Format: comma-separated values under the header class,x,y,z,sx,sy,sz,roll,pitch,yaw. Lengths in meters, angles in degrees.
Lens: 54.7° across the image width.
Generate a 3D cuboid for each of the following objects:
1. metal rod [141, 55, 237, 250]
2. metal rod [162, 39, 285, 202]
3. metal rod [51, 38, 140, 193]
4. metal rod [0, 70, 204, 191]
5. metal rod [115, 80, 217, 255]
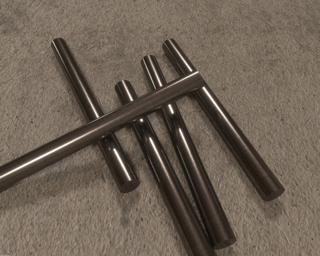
class,x,y,z,sx,sy,sz,roll,pitch,yaw
metal rod,0.023,0.005,0.399,0.025,0.025,0.300,-12,51,-10
metal rod,0.071,-0.032,0.431,0.025,0.025,0.300,-17,52,-14
metal rod,-0.102,-0.037,0.432,0.025,0.025,0.300,-21,53,-17
metal rod,-0.082,0.006,0.366,0.302,0.025,0.025,-28,55,-11
metal rod,0.001,0.047,0.363,0.025,0.025,0.300,-17,52,-14
